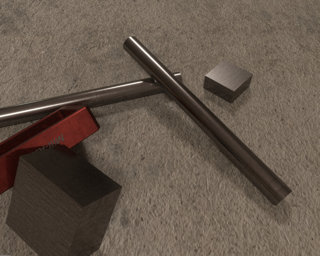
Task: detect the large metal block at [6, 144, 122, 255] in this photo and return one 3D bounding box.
[{"bbox_3d":[-0.093,0.074,0.295,0.080,0.079,0.050,31,23,23],"label":"large metal block"}]

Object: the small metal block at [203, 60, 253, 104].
[{"bbox_3d":[0.102,-0.070,0.464,0.050,0.025,0.050,35,58,25],"label":"small metal block"}]

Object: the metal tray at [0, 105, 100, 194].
[{"bbox_3d":[-0.143,0.020,0.350,0.131,0.030,0.090,-36,22,-27],"label":"metal tray"}]

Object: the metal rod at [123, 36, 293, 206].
[{"bbox_3d":[0.046,-0.025,0.402,0.025,0.025,0.300,-30,63,-23],"label":"metal rod"}]

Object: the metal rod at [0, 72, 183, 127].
[{"bbox_3d":[-0.114,-0.038,0.433,0.302,0.025,0.025,-13,52,-12],"label":"metal rod"}]
